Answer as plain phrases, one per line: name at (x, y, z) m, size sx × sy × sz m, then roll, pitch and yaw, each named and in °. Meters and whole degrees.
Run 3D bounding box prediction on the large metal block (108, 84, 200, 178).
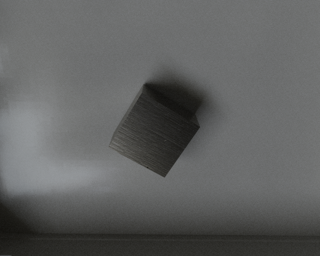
large metal block at (-0.008, 0.003, 0.395) m, size 0.080 × 0.050 × 0.080 m, roll 30°, pitch 107°, yaw -11°
